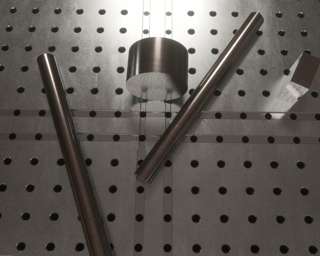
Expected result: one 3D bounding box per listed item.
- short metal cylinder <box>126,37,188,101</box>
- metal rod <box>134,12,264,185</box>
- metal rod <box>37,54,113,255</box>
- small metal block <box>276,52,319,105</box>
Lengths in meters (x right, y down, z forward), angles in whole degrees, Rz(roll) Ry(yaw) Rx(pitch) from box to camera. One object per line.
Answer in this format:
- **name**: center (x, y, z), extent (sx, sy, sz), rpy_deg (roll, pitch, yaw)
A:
- **short metal cylinder**: center (-0.003, -0.075, 0.410), extent (0.081, 0.080, 0.050), rpy_deg (2, 70, 0)
- **metal rod**: center (0.063, -0.052, 0.431), extent (0.025, 0.025, 0.300), rpy_deg (33, 73, 11)
- **metal rod**: center (-0.112, 0.033, 0.398), extent (0.025, 0.025, 0.299), rpy_deg (-19, 71, -7)
- **small metal block**: center (0.190, -0.067, 0.425), extent (0.025, 0.050, 0.050), rpy_deg (27, 72, 9)
